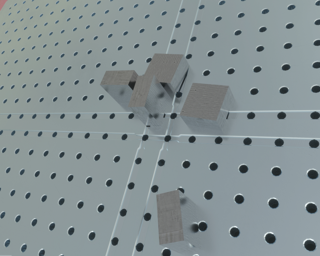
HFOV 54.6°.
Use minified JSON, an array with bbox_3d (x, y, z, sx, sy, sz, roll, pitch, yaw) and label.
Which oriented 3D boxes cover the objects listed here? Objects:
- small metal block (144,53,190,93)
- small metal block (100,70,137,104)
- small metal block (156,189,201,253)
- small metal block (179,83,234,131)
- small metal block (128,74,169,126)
[{"bbox_3d":[0.008,-0.081,0.455,0.050,0.025,0.050,11,67,33],"label":"small metal block"},{"bbox_3d":[-0.050,-0.059,0.456,0.050,0.050,0.025,5,64,30],"label":"small metal block"},{"bbox_3d":[0.020,0.098,0.322,0.025,0.050,0.050,-17,55,19],"label":"small metal block"},{"bbox_3d":[0.060,-0.028,0.395,0.050,0.025,0.050,10,67,32],"label":"small metal block"},{"bbox_3d":[-0.014,-0.037,0.423,0.025,0.050,0.050,0,62,28],"label":"small metal block"}]
